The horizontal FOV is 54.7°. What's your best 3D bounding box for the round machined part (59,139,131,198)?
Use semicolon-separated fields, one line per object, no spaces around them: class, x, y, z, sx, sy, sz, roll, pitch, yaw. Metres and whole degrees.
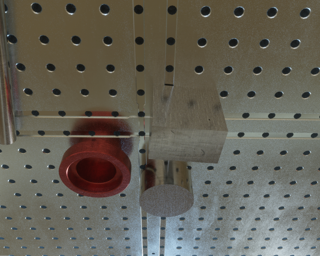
round machined part;-0.090;0.053;0.445;0.099;0.042;0.097;-1;130;0

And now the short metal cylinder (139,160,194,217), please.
short metal cylinder;0.010;0.092;0.474;0.081;0.050;0.079;0;130;0

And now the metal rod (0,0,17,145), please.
metal rod;-0.175;-0.096;0.326;0.025;0.025;0.298;10;130;-9

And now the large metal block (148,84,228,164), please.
large metal block;0.029;-0.006;0.371;0.081;0.080;0.050;4;130;-4
